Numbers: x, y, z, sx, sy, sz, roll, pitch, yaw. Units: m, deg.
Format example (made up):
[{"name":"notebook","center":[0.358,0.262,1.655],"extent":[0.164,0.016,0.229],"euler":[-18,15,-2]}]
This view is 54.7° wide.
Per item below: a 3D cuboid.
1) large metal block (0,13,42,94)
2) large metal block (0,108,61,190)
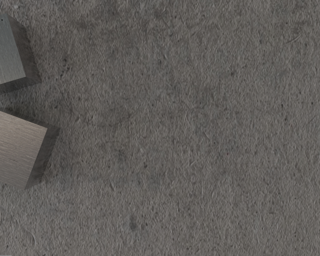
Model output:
[{"name":"large metal block","center":[-0.211,-0.088,0.396],"extent":[0.080,0.050,0.080],"euler":[-17,90,0]},{"name":"large metal block","center":[-0.187,0.024,0.396],"extent":[0.080,0.050,0.080],"euler":[20,90,0]}]
